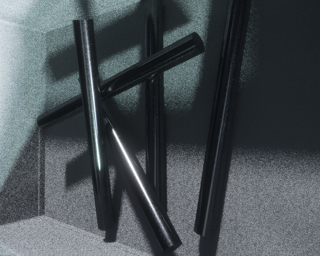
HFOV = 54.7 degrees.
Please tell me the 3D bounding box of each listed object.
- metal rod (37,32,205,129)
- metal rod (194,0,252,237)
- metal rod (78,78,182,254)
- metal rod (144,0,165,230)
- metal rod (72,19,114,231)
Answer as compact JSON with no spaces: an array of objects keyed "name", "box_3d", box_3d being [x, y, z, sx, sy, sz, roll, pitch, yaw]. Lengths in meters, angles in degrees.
[{"name":"metal rod","box_3d":[-0.074,-0.052,0.426,0.300,0.025,0.025,-20,78,34]},{"name":"metal rod","box_3d":[0.071,-0.025,0.346,0.025,0.025,0.298,12,98,39]},{"name":"metal rod","box_3d":[-0.053,0.027,0.425,0.025,0.025,0.299,-51,53,27]},{"name":"metal rod","box_3d":[-0.007,-0.018,0.410,0.025,0.025,0.298,-1,89,39]},{"name":"metal rod","box_3d":[-0.088,0.009,0.425,0.025,0.025,0.298,14,115,39]}]
